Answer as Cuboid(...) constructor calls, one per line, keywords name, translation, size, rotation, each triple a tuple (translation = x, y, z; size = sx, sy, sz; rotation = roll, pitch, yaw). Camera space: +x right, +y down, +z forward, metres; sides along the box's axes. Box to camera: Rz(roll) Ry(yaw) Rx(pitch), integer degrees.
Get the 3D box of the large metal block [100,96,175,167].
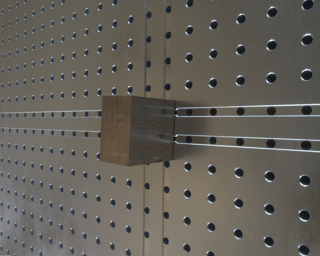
Cuboid(name="large metal block", translation=(-0.027, 0.002, 0.393), size=(0.050, 0.081, 0.079), rotation=(5, 93, 39))
